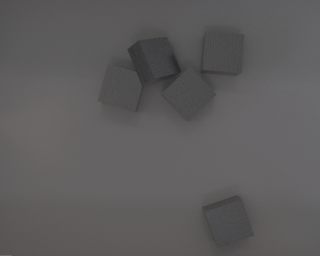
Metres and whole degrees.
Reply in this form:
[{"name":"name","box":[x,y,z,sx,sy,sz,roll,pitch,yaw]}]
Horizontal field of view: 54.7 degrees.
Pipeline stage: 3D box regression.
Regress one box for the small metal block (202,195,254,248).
[{"name":"small metal block","box":[0.090,0.124,0.412,0.050,0.025,0.050,-19,90,0]}]

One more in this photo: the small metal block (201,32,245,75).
[{"name":"small metal block","box":[0.082,-0.098,0.412,0.050,0.025,0.050,4,90,0]}]

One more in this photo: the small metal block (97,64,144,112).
[{"name":"small metal block","box":[-0.049,-0.052,0.411,0.050,0.025,0.050,16,90,0]}]

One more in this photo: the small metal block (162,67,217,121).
[{"name":"small metal block","box":[0.038,-0.044,0.411,0.050,0.025,0.050,-44,90,0]}]

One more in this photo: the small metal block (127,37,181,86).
[{"name":"small metal block","box":[-0.007,-0.086,0.398,0.050,0.025,0.050,-22,90,-42]}]
